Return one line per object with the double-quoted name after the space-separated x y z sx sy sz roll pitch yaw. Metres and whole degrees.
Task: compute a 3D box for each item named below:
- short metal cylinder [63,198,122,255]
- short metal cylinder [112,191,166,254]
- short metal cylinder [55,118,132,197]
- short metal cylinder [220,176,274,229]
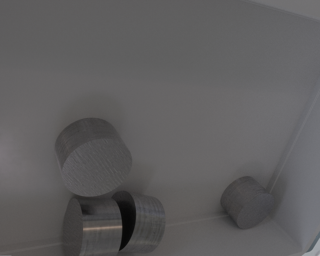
-0.090 0.133 0.406 0.050 0.080 0.079 8 114 -32 "short metal cylinder"
-0.038 0.132 0.434 0.050 0.080 0.080 22 107 -36 "short metal cylinder"
-0.080 0.034 0.370 0.081 0.050 0.079 -14 124 -21 "short metal cylinder"
0.158 0.135 0.562 0.081 0.050 0.079 -14 124 -21 "short metal cylinder"
